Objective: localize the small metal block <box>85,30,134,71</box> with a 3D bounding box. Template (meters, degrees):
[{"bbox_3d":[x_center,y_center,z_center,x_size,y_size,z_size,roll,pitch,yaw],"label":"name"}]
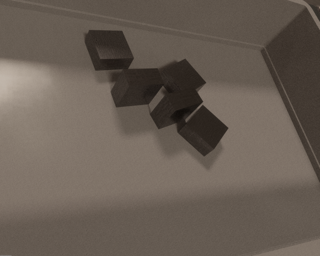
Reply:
[{"bbox_3d":[-0.071,-0.109,0.435,0.050,0.025,0.050,-10,67,-33],"label":"small metal block"}]

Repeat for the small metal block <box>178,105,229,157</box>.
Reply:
[{"bbox_3d":[0.062,0.003,0.439,0.050,0.025,0.050,42,51,0],"label":"small metal block"}]

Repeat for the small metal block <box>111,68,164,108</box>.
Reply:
[{"bbox_3d":[-0.031,-0.053,0.407,0.050,0.050,0.025,-8,66,-32],"label":"small metal block"}]

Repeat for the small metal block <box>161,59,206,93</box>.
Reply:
[{"bbox_3d":[0.033,-0.071,0.469,0.050,0.025,0.050,-34,81,-38],"label":"small metal block"}]

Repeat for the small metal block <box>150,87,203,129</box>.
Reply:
[{"bbox_3d":[0.022,-0.027,0.419,0.050,0.050,0.025,-20,73,-36],"label":"small metal block"}]
